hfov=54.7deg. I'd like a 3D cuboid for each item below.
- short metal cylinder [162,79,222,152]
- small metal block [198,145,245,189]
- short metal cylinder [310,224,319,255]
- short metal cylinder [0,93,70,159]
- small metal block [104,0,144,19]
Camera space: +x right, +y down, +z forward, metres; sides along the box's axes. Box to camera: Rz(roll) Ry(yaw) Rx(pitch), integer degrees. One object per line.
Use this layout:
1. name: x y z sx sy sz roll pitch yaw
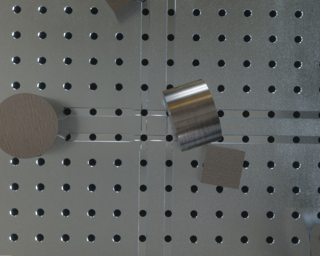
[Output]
1. short metal cylinder: 0.039 -0.015 0.386 0.050 0.080 0.080 -18 90 0
2. small metal block: 0.082 0.051 0.414 0.050 0.025 0.050 10 90 0
3. short metal cylinder: 0.233 0.160 0.388 0.050 0.080 0.080 -5 90 0
4. short metal cylinder: -0.163 -0.003 0.399 0.081 0.050 0.079 0 90 0
5. small metal block: -0.053 -0.184 0.413 0.050 0.025 0.050 -35 90 0
